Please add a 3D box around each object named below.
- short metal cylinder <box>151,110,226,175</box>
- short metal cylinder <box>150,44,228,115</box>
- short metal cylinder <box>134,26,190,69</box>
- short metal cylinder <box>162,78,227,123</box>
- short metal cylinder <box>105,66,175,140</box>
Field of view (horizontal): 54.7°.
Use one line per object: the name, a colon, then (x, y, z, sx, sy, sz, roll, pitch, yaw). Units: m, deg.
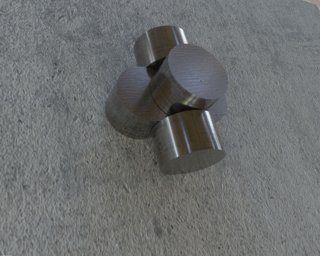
short metal cylinder: (0.034, 0.020, 0.378, 0.081, 0.080, 0.050, 0, 62, -29)
short metal cylinder: (0.035, -0.055, 0.378, 0.081, 0.050, 0.080, 14, 56, -21)
short metal cylinder: (0.007, -0.096, 0.434, 0.081, 0.080, 0.050, 0, 62, -29)
short metal cylinder: (0.046, -0.032, 0.435, 0.081, 0.050, 0.080, 14, 56, -21)
short metal cylinder: (-0.024, -0.031, 0.396, 0.081, 0.050, 0.080, 14, 56, -21)
